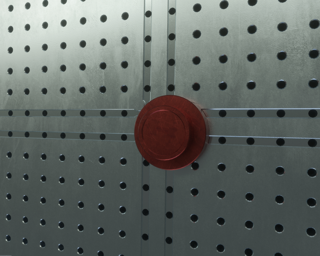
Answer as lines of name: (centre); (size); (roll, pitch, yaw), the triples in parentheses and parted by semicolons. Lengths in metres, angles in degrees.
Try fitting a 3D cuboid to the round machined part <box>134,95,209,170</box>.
round machined part: (0.011, 0.006, 0.400); (0.098, 0.042, 0.097); (0, 90, 20)
